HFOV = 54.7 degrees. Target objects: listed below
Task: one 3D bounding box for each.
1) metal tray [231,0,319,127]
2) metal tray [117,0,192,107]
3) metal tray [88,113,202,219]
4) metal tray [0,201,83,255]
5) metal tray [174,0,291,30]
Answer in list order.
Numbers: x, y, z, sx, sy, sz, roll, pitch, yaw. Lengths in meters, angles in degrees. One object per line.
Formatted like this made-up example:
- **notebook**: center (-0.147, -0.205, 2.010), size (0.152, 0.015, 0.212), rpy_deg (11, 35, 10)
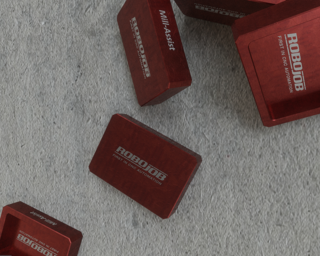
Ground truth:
- **metal tray**: center (0.134, -0.062, 0.311), size (0.090, 0.130, 0.030), rpy_deg (-17, 44, 19)
- **metal tray**: center (-0.011, -0.100, 0.381), size (0.090, 0.030, 0.129), rpy_deg (-24, 79, 62)
- **metal tray**: center (-0.022, 0.048, 0.414), size (0.130, 0.030, 0.090), rpy_deg (29, 99, 17)
- **metal tray**: center (-0.190, 0.179, 0.473), size (0.130, 0.030, 0.089), rpy_deg (19, 96, 19)
- **metal tray**: center (0.079, -0.143, 0.345), size (0.130, 0.090, 0.030), rpy_deg (20, 94, 19)
